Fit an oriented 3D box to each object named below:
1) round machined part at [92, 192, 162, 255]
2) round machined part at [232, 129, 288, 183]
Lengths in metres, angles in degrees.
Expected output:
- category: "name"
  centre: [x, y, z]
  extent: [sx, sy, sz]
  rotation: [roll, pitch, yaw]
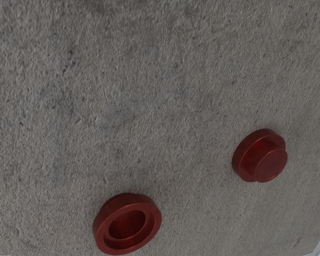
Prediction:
- category: "round machined part"
  centre: [-0.050, 0.134, 0.451]
  extent: [0.099, 0.042, 0.097]
  rotation: [-14, 124, -21]
- category: "round machined part"
  centre: [0.175, 0.053, 0.524]
  extent: [0.099, 0.042, 0.097]
  rotation: [-14, 124, -21]
